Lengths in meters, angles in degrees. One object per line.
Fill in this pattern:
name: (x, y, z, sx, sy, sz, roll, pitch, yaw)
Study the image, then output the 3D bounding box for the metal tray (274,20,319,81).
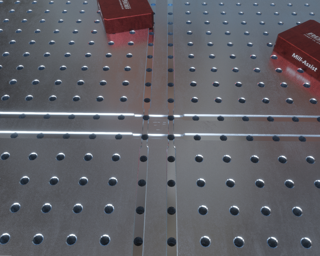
metal tray: (0.268, -0.125, 0.511, 0.091, 0.030, 0.130, -27, 55, -21)

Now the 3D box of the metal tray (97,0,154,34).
metal tray: (-0.071, -0.237, 0.604, 0.091, 0.030, 0.130, -12, 51, -10)
